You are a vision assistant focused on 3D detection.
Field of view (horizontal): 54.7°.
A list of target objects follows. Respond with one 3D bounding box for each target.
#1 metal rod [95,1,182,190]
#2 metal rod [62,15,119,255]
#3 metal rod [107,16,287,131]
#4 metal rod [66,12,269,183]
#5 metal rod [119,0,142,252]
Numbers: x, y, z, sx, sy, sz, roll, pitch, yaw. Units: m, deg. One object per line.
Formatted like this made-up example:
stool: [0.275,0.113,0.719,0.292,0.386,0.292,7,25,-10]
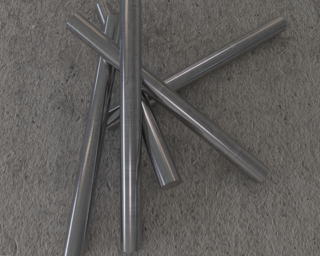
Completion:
metal rod: [-0.037,-0.061,0.406,0.025,0.025,0.299,-19,62,-7]
metal rod: [-0.080,0.001,0.383,0.025,0.025,0.299,7,79,2]
metal rod: [0.054,-0.081,0.437,0.301,0.025,0.025,-31,73,-11]
metal rod: [0.011,-0.035,0.381,0.300,0.025,0.025,39,74,-3]
metal rod: [-0.033,-0.010,0.354,0.025,0.025,0.298,0,92,0]
